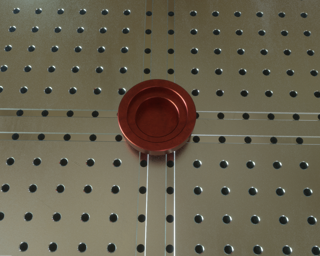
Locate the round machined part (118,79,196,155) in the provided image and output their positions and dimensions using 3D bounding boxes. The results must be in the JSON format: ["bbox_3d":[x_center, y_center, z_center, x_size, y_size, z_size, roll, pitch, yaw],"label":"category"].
[{"bbox_3d":[-0.004,-0.011,0.406,0.099,0.042,0.098,0,70,0],"label":"round machined part"}]
